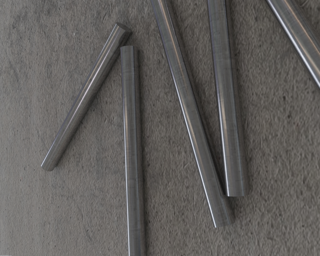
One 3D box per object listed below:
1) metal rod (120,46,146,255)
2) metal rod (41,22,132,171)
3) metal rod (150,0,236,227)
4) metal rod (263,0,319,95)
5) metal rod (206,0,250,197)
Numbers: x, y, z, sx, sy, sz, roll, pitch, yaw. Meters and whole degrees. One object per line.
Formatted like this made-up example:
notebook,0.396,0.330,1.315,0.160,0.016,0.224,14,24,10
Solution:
metal rod,-0.038,0.035,0.436,0.025,0.025,0.298,-4,87,40
metal rod,-0.131,-0.037,0.513,0.025,0.025,0.298,51,120,28
metal rod,0.035,-0.034,0.376,0.025,0.025,0.299,-24,75,37
metal rod,0.120,-0.123,0.305,0.025,0.025,0.299,-34,69,35
metal rod,0.071,-0.076,0.346,0.025,0.025,0.298,-8,85,40
